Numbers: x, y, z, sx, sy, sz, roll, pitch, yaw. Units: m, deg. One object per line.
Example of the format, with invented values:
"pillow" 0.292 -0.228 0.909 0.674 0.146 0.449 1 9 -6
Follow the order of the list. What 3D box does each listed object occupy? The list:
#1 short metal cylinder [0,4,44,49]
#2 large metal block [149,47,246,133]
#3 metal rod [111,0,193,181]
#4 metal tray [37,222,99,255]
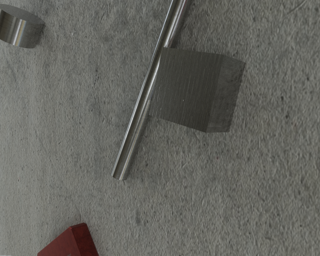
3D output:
"short metal cylinder" -0.269 -0.193 0.587 0.080 0.081 0.050 42 115 31
"large metal block" 0.041 -0.044 0.353 0.080 0.050 0.079 19 102 38
"metal rod" -0.008 -0.064 0.409 0.025 0.025 0.298 33 110 35
"metal tray" -0.156 0.231 0.527 0.129 0.030 0.090 -42 65 31
